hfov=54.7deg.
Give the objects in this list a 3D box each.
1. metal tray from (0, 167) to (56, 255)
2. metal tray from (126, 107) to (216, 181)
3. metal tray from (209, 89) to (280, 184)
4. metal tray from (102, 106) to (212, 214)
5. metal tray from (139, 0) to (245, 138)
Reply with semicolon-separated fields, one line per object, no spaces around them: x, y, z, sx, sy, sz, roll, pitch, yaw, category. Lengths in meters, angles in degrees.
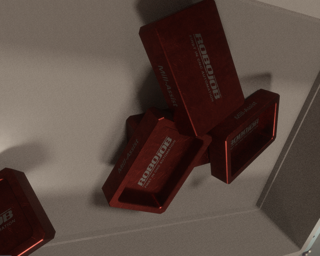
-0.193;0.115;0.332;0.130;0.090;0.030;-33;164;-7;metal tray
0.021;0.018;0.430;0.131;0.030;0.089;-12;124;-22;metal tray
0.126;0.010;0.456;0.131;0.030;0.089;-35;133;-29;metal tray
-0.004;0.046;0.393;0.091;0.030;0.129;20;108;-36;metal tray
0.041;-0.066;0.347;0.091;0.030;0.129;-35;113;-30;metal tray
